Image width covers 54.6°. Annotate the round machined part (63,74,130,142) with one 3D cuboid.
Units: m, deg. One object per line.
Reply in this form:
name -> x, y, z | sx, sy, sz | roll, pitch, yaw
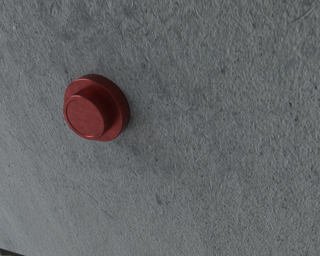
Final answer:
round machined part -> -0.095, -0.022, 0.433 | 0.098, 0.042, 0.097 | 13, 124, 21
